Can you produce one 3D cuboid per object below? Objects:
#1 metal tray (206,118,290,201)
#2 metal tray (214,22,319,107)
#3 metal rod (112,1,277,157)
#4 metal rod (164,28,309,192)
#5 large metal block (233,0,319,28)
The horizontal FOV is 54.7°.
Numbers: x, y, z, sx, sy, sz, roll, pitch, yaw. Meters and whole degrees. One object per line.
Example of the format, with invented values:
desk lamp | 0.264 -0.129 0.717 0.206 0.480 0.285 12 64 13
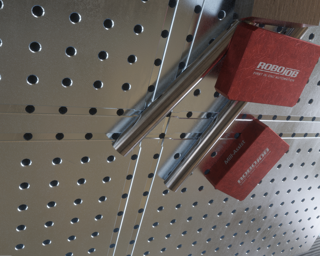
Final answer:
metal tray | 0.151 0.057 0.529 0.090 0.030 0.130 32 100 -39
metal tray | 0.144 -0.078 0.407 0.131 0.030 0.089 3 117 -30
metal rod | 0.052 -0.078 0.393 0.300 0.025 0.025 -45 130 3
metal rod | 0.106 -0.027 0.454 0.025 0.025 0.299 31 101 -38
large metal block | 0.135 -0.160 0.348 0.081 0.050 0.079 3 104 -12
